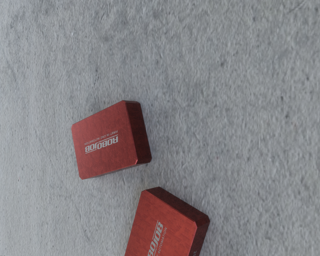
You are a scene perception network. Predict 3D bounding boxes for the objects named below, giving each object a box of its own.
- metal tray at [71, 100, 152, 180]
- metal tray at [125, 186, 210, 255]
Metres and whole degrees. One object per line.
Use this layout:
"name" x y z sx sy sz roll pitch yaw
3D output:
"metal tray" -0.077 0.021 0.463 0.130 0.030 0.090 -20 77 38
"metal tray" 0.003 0.153 0.397 0.090 0.030 0.129 24 105 37
